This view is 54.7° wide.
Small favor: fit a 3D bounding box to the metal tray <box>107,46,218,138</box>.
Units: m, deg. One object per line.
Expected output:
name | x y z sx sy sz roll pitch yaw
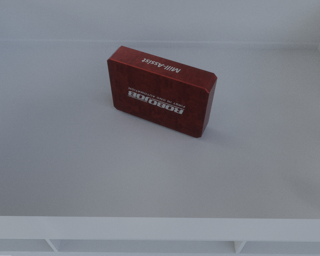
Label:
metal tray | 0.001 -0.045 0.396 0.130 0.089 0.030 20 53 15
